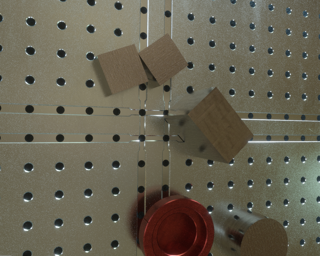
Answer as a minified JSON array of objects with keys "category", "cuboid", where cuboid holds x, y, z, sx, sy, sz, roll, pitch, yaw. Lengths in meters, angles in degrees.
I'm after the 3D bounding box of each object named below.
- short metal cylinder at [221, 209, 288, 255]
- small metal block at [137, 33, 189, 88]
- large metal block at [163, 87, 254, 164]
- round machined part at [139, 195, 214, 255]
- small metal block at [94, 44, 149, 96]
[{"category":"short metal cylinder","cuboid":[0.137,0.165,0.452,0.081,0.050,0.079,0,90,-20]},{"category":"small metal block","cuboid":[0.001,-0.089,0.414,0.050,0.025,0.050,-39,103,-16]},{"category":"large metal block","cuboid":[0.060,-0.003,0.407,0.050,0.080,0.080,-44,104,-15]},{"category":"round machined part","cuboid":[0.019,0.138,0.412,0.099,0.042,0.097,0,90,-20]},{"category":"small metal block","cuboid":[-0.049,-0.073,0.395,0.050,0.025,0.050,-23,98,-19]}]
